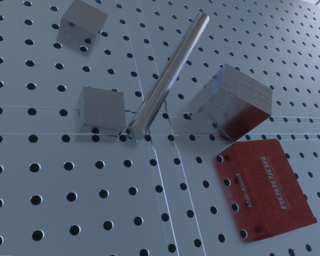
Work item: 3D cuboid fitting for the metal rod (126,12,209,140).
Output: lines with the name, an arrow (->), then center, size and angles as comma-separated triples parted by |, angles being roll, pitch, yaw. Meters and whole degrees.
metal rod -> 0.024, -0.098, 0.480 | 0.025, 0.025, 0.301 | 33, 51, -7

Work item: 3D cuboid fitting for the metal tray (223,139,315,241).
metal tray -> 0.152, 0.081, 0.437 | 0.091, 0.030, 0.130 | -3, 63, -30

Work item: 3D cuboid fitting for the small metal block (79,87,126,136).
small metal block -> -0.071, -0.020, 0.382 | 0.050, 0.025, 0.050 | 6, 59, -25

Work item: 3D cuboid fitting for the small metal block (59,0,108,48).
small metal block -> -0.108, -0.150, 0.441 | 0.050, 0.025, 0.050 | 25, 53, -13

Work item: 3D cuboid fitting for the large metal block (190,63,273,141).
large metal block -> 0.102, -0.034, 0.449 | 0.080, 0.080, 0.050 | 27, 53, -12
